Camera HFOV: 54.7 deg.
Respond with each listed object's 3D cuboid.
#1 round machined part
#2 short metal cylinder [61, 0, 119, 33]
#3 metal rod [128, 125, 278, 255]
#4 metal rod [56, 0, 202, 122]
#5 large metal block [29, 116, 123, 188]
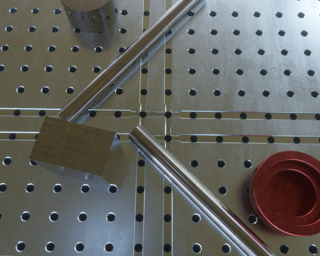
[{"bbox_3d":[0.157,0.080,0.375,0.099,0.042,0.098,0,70,-1],"label":"round machined part"},{"bbox_3d":[-0.106,-0.192,0.467,0.081,0.050,0.080,0,70,0],"label":"short metal cylinder"},{"bbox_3d":[0.073,0.105,0.374,0.025,0.025,0.300,-43,76,-14],"label":"metal rod"},{"bbox_3d":[-0.031,-0.117,0.453,0.025,0.025,0.301,39,74,13],"label":"metal rod"},{"bbox_3d":[-0.094,0.032,0.370,0.080,0.080,0.050,13,71,4],"label":"large metal block"}]
